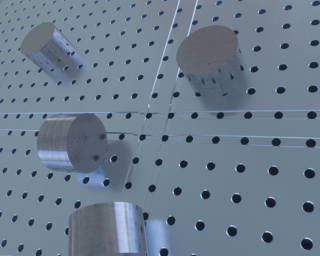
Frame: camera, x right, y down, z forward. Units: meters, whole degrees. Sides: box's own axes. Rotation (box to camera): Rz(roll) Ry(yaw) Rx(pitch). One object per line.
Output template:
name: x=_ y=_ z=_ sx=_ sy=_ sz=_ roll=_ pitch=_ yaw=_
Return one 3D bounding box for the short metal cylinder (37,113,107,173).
short metal cylinder: x=-0.117 y=0.020 z=0.420 sx=0.050 sy=0.080 sz=0.080 roll=-1 pitch=61 yaw=27

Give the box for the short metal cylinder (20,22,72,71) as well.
short metal cylinder: x=-0.220 y=-0.158 z=0.602 sx=0.080 sy=0.050 sz=0.080 roll=-13 pitch=56 yaw=20

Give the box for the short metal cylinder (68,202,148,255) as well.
short metal cylinder: x=-0.055 y=0.118 z=0.328 sx=0.080 sy=0.080 sz=0.050 roll=-21 pitch=54 yaw=15

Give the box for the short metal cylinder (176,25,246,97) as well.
short metal cylinder: x=0.068 y=-0.088 z=0.409 sx=0.080 sy=0.050 sz=0.080 roll=-13 pitch=56 yaw=20
